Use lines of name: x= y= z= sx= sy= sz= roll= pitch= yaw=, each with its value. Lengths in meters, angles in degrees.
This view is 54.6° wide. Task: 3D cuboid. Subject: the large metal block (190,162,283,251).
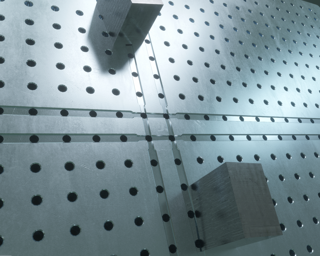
large metal block: x=0.083 y=0.093 z=0.361 sx=0.050 sy=0.080 sz=0.080 roll=6 pitch=59 yaw=-25

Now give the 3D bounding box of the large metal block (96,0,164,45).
large metal block: x=-0.048 y=-0.182 z=0.458 sx=0.050 sy=0.080 sz=0.080 roll=-12 pitch=68 yaw=-33
